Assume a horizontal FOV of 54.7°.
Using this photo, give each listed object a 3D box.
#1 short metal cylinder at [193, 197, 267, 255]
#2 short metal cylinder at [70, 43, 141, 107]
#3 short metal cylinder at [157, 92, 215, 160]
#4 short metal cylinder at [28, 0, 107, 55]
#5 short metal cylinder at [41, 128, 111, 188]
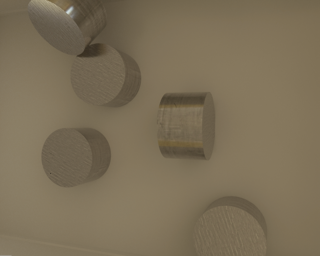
[{"bbox_3d":[0.084,0.126,0.367,0.080,0.050,0.079,0,90,19],"label":"short metal cylinder"},{"bbox_3d":[-0.073,-0.069,0.422,0.080,0.050,0.079,0,90,19],"label":"short metal cylinder"},{"bbox_3d":[0.034,-0.003,0.369,0.050,0.080,0.079,1,90,20],"label":"short metal cylinder"},{"bbox_3d":[-0.114,-0.139,0.387,0.080,0.080,0.050,20,60,18],"label":"short metal cylinder"},{"bbox_3d":[-0.117,0.040,0.437,0.080,0.050,0.079,0,90,19],"label":"short metal cylinder"}]
